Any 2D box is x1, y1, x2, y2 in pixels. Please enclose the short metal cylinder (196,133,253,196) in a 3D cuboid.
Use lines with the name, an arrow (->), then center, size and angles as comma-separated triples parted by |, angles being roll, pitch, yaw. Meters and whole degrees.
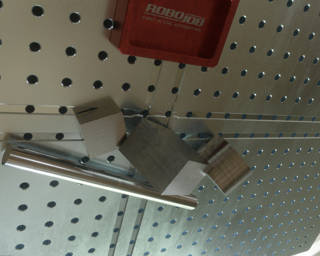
short metal cylinder -> 0.090, 0.054, 0.461 | 0.050, 0.080, 0.080 | -41, 130, -1

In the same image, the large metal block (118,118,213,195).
large metal block -> 0.009, 0.038, 0.390 | 0.050, 0.080, 0.080 | -53, 151, 9

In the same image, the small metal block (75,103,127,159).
small metal block -> -0.069, 0.003, 0.376 | 0.050, 0.025, 0.050 | -19, 126, -18

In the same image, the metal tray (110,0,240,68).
metal tray -> 0.018, -0.121, 0.344 | 0.131, 0.030, 0.089 | 2, 118, -30

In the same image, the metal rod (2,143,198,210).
metal rod -> -0.057, 0.077, 0.428 | 0.302, 0.025, 0.025 | 23, 106, -37
